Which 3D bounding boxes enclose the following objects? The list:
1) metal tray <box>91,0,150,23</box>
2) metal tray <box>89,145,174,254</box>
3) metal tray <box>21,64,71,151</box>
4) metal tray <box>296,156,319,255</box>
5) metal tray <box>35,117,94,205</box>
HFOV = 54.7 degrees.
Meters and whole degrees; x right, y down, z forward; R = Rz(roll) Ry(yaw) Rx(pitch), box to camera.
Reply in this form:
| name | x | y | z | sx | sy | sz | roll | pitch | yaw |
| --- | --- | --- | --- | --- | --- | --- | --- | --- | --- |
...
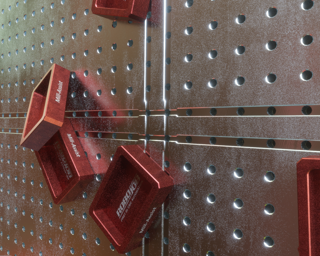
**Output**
| name | x | y | z | sx | sy | sz | roll | pitch | yaw |
| --- | --- | --- | --- | --- | --- | --- | --- | --- | --- |
| metal tray | -0.049 | -0.224 | 0.444 | 0.090 | 0.030 | 0.129 | 21 | 103 | 37 |
| metal tray | -0.046 | 0.100 | 0.441 | 0.090 | 0.030 | 0.129 | 41 | 114 | 32 |
| metal tray | -0.194 | -0.037 | 0.528 | 0.090 | 0.030 | 0.130 | -38 | 42 | 33 |
| metal tray | 0.170 | 0.091 | 0.265 | 0.090 | 0.030 | 0.129 | -2 | 89 | 39 |
| metal tray | -0.173 | 0.056 | 0.545 | 0.090 | 0.030 | 0.130 | -45 | 63 | 30 |
